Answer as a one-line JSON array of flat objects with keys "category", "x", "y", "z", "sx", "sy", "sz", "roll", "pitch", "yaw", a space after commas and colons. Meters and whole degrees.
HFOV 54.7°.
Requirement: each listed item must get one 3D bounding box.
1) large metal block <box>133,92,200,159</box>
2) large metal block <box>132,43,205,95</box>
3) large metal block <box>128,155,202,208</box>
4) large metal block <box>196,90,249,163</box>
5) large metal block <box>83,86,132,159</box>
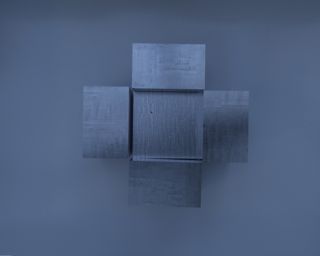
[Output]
[{"category": "large metal block", "x": 0.008, "y": -0.004, "z": 0.396, "sx": 0.081, "sy": 0.050, "sz": 0.080, "roll": 1, "pitch": 90, "yaw": 0}, {"category": "large metal block", "x": 0.010, "y": -0.068, "z": 0.382, "sx": 0.081, "sy": 0.080, "sz": 0.050, "roll": 1, "pitch": 90, "yaw": 0}, {"category": "large metal block", "x": 0.006, "y": 0.062, "z": 0.382, "sx": 0.081, "sy": 0.080, "sz": 0.050, "roll": 2, "pitch": 90, "yaw": 0}, {"category": "large metal block", "x": 0.073, "y": -0.002, "z": 0.383, "sx": 0.050, "sy": 0.080, "sz": 0.080, "roll": 1, "pitch": 90, "yaw": 0}, {"category": "large metal block", "x": -0.060, "y": -0.007, "z": 0.382, "sx": 0.050, "sy": 0.080, "sz": 0.080, "roll": 1, "pitch": 90, "yaw": 0}]
